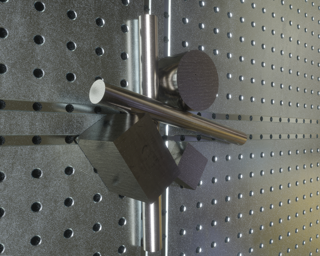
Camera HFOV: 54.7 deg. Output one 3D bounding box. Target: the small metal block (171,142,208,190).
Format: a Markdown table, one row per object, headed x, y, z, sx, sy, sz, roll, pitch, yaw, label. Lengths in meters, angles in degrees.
| x | y | z | sx | sy | sz | roll | pitch | yaw | label |
| --- | --- | --- | --- | --- | --- | --- | --- | --- | --- |
| 0.037 | 0.054 | 0.443 | 0.050 | 0.025 | 0.050 | 41 | 65 | -33 | small metal block |

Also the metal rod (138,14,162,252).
| x | y | z | sx | sy | sz | roll | pitch | yaw | label |
| --- | --- | --- | --- | --- | --- | --- | --- | --- | --- |
| -0.013 | 0.007 | 0.401 | 0.025 | 0.025 | 0.298 | -2 | 92 | -40 | metal rod |

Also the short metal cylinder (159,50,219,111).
| x | y | z | sx | sy | sz | roll | pitch | yaw | label |
| --- | --- | --- | --- | --- | --- | --- | --- | --- | --- |
| 0.035 | -0.062 | 0.424 | 0.081 | 0.050 | 0.079 | 0 | 90 | -40 | short metal cylinder |

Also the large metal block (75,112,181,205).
| x | y | z | sx | sy | sz | roll | pitch | yaw | label |
| --- | --- | --- | --- | --- | --- | --- | --- | --- | --- |
| -0.036 | 0.031 | 0.343 | 0.050 | 0.080 | 0.080 | -42 | 116 | -32 | large metal block |

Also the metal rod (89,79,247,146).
| x | y | z | sx | sy | sz | roll | pitch | yaw | label |
| --- | --- | --- | --- | --- | --- | --- | --- | --- | --- |
| 0.037 | -0.009 | 0.418 | 0.302 | 0.025 | 0.025 | 15 | 80 | -47 | metal rod |
